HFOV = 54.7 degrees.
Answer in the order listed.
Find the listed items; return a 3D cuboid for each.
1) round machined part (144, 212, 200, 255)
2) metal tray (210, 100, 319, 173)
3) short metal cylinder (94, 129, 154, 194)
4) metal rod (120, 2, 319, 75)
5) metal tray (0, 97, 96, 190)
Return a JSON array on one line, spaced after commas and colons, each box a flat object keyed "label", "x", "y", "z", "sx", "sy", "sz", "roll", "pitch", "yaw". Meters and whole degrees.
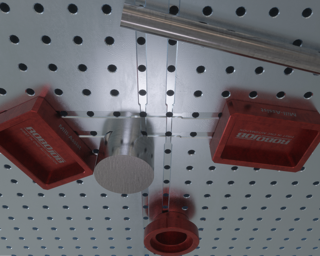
[{"label": "round machined part", "x": 0.020, "y": 0.189, "z": 0.562, "sx": 0.099, "sy": 0.042, "sz": 0.097, "roll": 0, "pitch": 130, "yaw": 0}, {"label": "metal tray", "x": 0.143, "y": 0.014, "z": 0.421, "sx": 0.131, "sy": 0.030, "sz": 0.089, "roll": 7, "pitch": 130, "yaw": -7}, {"label": "short metal cylinder", "x": -0.048, "y": 0.048, "z": 0.436, "sx": 0.081, "sy": 0.050, "sz": 0.079, "roll": 0, "pitch": 130, "yaw": 0}, {"label": "metal rod", "x": 0.108, "y": -0.087, "z": 0.338, "sx": 0.302, "sy": 0.025, "sz": 0.025, "roll": 11, "pitch": 129, "yaw": -10}, {"label": "metal tray", "x": -0.161, "y": 0.027, "z": 0.429, "sx": 0.090, "sy": 0.030, "sz": 0.130, "roll": -21, "pitch": 128, "yaw": 16}]
